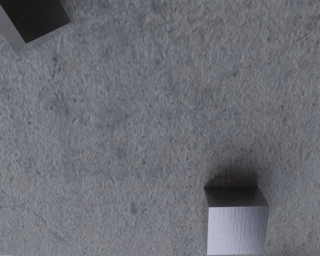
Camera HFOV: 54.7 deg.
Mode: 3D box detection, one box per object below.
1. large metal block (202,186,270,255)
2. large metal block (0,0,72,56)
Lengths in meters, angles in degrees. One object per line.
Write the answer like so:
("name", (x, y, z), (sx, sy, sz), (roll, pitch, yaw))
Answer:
("large metal block", (0.106, 0.133, 0.447), (0.081, 0.050, 0.079), (-1, 110, 0))
("large metal block", (-0.146, -0.128, 0.323), (0.050, 0.080, 0.080), (-37, 110, -23))
